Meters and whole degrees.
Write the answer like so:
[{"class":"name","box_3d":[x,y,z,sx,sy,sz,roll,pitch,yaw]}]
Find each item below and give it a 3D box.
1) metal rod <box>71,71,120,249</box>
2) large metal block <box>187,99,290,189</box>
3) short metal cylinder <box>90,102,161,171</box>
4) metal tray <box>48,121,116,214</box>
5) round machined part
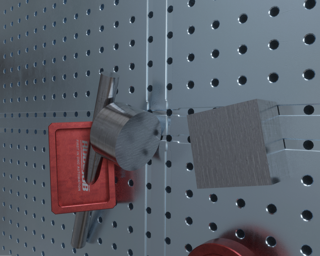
[{"class":"metal rod","box_3d":[-0.102,0.062,0.468,0.025,0.025,0.298,32,118,35]},{"class":"large metal block","box_3d":[0.081,0.019,0.326,0.080,0.050,0.080,-13,82,39]},{"class":"short metal cylinder","box_3d":[-0.044,0.010,0.410,0.050,0.081,0.079,23,104,38]},{"class":"metal tray","box_3d":[-0.115,0.056,0.461,0.030,0.091,0.129,167,100,-76]},{"class":"round machined part","box_3d":[0.076,0.169,0.335,0.098,0.042,0.097,0,90,40]}]
